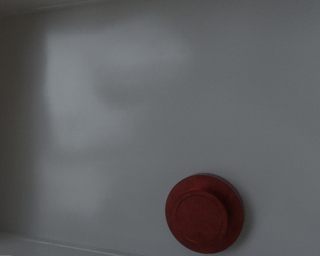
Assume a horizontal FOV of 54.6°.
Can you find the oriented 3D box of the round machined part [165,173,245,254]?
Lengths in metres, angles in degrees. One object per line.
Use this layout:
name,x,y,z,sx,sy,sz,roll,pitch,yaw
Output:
round machined part,0.053,0.107,0.383,0.098,0.042,0.097,0,90,20
